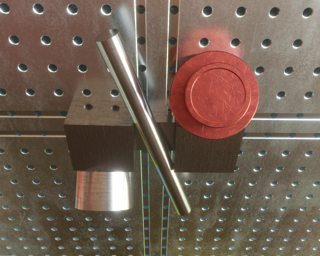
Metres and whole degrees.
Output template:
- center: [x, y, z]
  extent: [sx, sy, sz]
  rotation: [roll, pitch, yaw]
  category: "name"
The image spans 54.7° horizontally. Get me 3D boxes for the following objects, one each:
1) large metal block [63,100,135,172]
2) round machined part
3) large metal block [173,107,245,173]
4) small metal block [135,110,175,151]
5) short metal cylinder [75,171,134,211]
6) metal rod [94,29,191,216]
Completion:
- center: [-0.073, 0.011, 0.405]
  extent: [0.081, 0.050, 0.079]
  rotation: [1, 130, -2]
  category: "large metal block"
- center: [0.060, -0.035, 0.339]
  extent: [0.099, 0.042, 0.097]
  rotation: [0, 95, -1]
  category: "round machined part"
- center: [0.059, 0.013, 0.408]
  extent: [0.081, 0.050, 0.079]
  rotation: [1, 130, -1]
  category: "large metal block"
- center: [-0.006, 0.004, 0.415]
  extent: [0.050, 0.025, 0.050]
  rotation: [0, 130, -1]
  category: "small metal block"
- center: [-0.078, 0.087, 0.440]
  extent: [0.081, 0.050, 0.080]
  rotation: [1, 173, 0]
  category: "short metal cylinder"
- center: [-0.008, 0.018, 0.393]
  extent: [0.025, 0.025, 0.299]
  rotation: [-14, 129, 11]
  category: "metal rod"
